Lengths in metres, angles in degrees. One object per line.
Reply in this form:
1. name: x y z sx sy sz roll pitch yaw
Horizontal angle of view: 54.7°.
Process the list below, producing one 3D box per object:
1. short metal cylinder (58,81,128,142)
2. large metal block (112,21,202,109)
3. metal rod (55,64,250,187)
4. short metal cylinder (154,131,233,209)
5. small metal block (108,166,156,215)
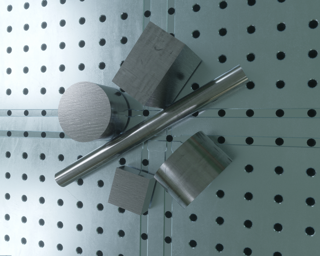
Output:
1. short metal cylinder: -0.091 -0.021 0.427 0.080 0.050 0.079 0 90 20
2. large metal block: -0.001 -0.072 0.380 0.050 0.080 0.080 38 102 16
3. metal rod: -0.023 0.005 0.417 0.300 0.025 0.025 -30 80 17
4. short metal cylinder: 0.039 0.049 0.366 0.050 0.080 0.080 45 104 14
5. small metal block: -0.038 0.084 0.422 0.050 0.025 0.050 16 95 19
